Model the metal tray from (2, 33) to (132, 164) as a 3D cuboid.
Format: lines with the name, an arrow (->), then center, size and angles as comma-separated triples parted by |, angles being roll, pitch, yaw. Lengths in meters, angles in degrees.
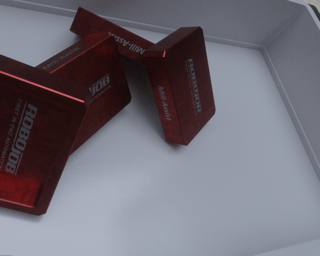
metal tray -> -0.090, -0.035, 0.336 | 0.030, 0.089, 0.131 | 15, 45, 32

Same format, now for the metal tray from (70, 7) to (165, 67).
metal tray -> -0.047, -0.114, 0.414 | 0.131, 0.030, 0.090 | 23, 12, -15

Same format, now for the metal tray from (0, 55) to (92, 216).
metal tray -> -0.124, 0.011, 0.266 | 0.091, 0.129, 0.030 | 20, 25, -17

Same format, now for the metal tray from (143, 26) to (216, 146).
metal tray -> 0.031, -0.054, 0.401 | 0.090, 0.030, 0.129 | -44, 131, -39
